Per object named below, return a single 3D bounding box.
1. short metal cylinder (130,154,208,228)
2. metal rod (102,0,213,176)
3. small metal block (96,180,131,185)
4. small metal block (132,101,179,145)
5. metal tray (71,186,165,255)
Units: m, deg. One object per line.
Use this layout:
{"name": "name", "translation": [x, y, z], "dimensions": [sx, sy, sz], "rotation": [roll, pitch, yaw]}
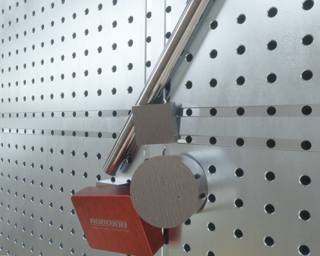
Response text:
{"name": "short metal cylinder", "translation": [0.012, 0.072, 0.366], "dimensions": [0.080, 0.050, 0.080], "rotation": [-1, 86, 20]}
{"name": "metal rod", "translation": [-0.007, -0.056, 0.412], "dimensions": [0.025, 0.025, 0.298], "rotation": [44, 116, 31]}
{"name": "small metal block", "translation": [-0.070, 0.106, 0.464], "dimensions": [0.050, 0.025, 0.050], "rotation": [-2, 89, 39]}
{"name": "small metal block", "translation": [-0.005, -0.006, 0.396], "dimensions": [0.050, 0.025, 0.050], "rotation": [-4, 97, 17]}
{"name": "metal tray", "translation": [-0.063, 0.129, 0.438], "dimensions": [0.130, 0.030, 0.089], "rotation": [-10, 102, 39]}
